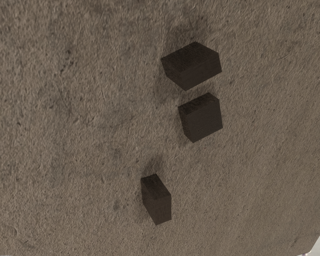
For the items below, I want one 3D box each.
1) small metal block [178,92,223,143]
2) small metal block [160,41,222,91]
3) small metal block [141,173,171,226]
[{"bbox_3d":[0.057,-0.014,0.431,0.050,0.025,0.050,-26,128,-13],"label":"small metal block"},{"bbox_3d":[0.036,-0.074,0.366,0.050,0.050,0.025,-29,129,-10],"label":"small metal block"},{"bbox_3d":[-0.006,0.104,0.454,0.025,0.050,0.050,-15,125,-20],"label":"small metal block"}]
